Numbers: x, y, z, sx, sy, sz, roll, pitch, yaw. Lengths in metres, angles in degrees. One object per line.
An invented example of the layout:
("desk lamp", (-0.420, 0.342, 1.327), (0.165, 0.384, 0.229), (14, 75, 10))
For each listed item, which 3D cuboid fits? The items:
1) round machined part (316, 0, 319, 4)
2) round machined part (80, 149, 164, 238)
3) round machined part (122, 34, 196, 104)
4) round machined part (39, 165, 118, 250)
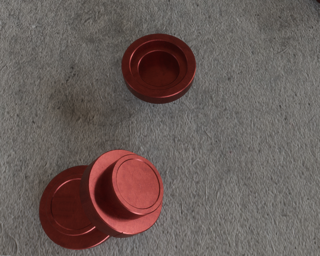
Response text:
("round machined part", (0.281, -0.226, 0.484), (0.099, 0.042, 0.098), (0, 70, 0))
("round machined part", (-0.035, 0.068, 0.346), (0.099, 0.042, 0.098), (23, 49, -30))
("round machined part", (-0.001, -0.077, 0.427), (0.099, 0.042, 0.098), (0, 70, 0))
("round machined part", (-0.093, 0.091, 0.365), (0.099, 0.042, 0.098), (0, 70, 0))
